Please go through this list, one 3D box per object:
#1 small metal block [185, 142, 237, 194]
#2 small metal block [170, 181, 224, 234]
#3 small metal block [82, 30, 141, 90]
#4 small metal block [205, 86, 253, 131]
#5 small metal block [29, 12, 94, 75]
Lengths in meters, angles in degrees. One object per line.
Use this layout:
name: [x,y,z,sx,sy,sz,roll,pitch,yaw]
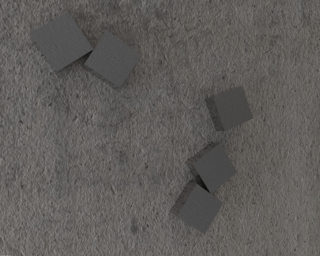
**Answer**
small metal block: [0.072,0.055,0.436,0.050,0.025,0.050,-35,101,-17]
small metal block: [0.051,0.109,0.428,0.050,0.025,0.050,37,78,-16]
small metal block: [-0.060,-0.083,0.386,0.050,0.025,0.050,34,79,-17]
small metal block: [0.099,-0.028,0.445,0.050,0.025,0.050,-23,98,-19]
small metal block: [-0.116,-0.099,0.366,0.050,0.025,0.050,-37,102,-16]
